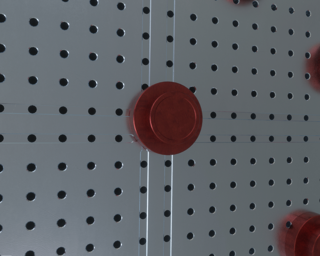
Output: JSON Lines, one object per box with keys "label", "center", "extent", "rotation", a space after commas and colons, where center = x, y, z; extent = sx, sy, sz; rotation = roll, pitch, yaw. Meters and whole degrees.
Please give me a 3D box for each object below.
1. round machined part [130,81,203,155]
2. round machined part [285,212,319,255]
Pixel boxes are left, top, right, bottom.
{"label": "round machined part", "center": [0.013, -0.013, 0.408], "extent": [0.099, 0.042, 0.097], "rotation": [0, 90, -20]}
{"label": "round machined part", "center": [0.255, 0.189, 0.497], "extent": [0.099, 0.042, 0.097], "rotation": [0, 90, -20]}
